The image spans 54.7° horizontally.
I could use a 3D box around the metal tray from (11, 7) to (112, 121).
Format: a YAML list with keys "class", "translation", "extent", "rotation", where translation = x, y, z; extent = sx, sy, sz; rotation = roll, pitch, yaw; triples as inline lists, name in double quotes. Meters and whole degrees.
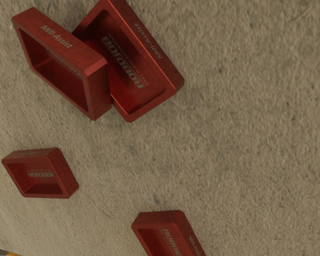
- class: "metal tray"
  translation: [-0.117, -0.077, 0.379]
  extent: [0.130, 0.030, 0.090]
  rotation: [37, 151, 18]

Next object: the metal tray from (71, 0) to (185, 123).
- class: "metal tray"
  translation: [-0.044, -0.079, 0.375]
  extent: [0.090, 0.030, 0.130]
  rotation: [-31, 102, 37]

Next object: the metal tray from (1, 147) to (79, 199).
- class: "metal tray"
  translation: [-0.221, 0.085, 0.568]
  extent: [0.130, 0.030, 0.090]
  rotation: [-6, 116, 30]

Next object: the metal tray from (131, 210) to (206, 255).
- class: "metal tray"
  translation: [0.020, 0.198, 0.513]
  extent: [0.090, 0.030, 0.129]
  rotation: [-14, 112, 33]
